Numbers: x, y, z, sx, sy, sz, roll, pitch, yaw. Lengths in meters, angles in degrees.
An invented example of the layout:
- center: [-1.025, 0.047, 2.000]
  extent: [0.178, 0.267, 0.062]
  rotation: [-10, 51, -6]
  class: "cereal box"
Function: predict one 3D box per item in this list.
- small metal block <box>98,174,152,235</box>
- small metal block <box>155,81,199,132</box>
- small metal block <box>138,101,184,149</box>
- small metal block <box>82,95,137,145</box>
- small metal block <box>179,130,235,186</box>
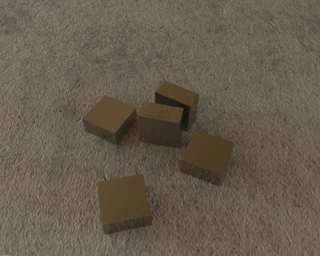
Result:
- center: [-0.038, 0.081, 0.334]
  extent: [0.050, 0.025, 0.050]
  rotation: [-9, 51, -8]
  class: "small metal block"
- center: [0.022, -0.028, 0.411]
  extent: [0.050, 0.050, 0.025]
  rotation: [25, 54, 19]
  class: "small metal block"
- center: [0.002, -0.003, 0.390]
  extent: [0.050, 0.050, 0.025]
  rotation: [10, 51, 8]
  class: "small metal block"
- center: [-0.065, -0.011, 0.412]
  extent: [0.050, 0.025, 0.050]
  rotation: [23, 54, 18]
  class: "small metal block"
- center: [0.057, 0.035, 0.374]
  extent: [0.050, 0.025, 0.050]
  rotation: [19, 53, 15]
  class: "small metal block"
